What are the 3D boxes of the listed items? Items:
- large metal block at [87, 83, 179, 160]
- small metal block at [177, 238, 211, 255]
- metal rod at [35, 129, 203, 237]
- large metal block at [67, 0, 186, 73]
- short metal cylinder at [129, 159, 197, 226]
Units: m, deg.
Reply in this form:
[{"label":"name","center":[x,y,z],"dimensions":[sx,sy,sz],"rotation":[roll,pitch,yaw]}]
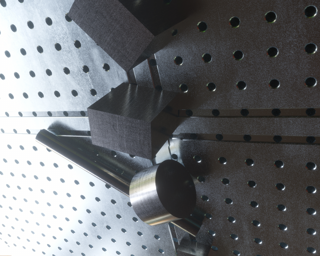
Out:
[{"label":"large metal block","center":[-0.030,-0.012,0.382],"dimensions":[0.080,0.080,0.050],"rotation":[13,124,21]},{"label":"small metal block","center":[0.058,0.216,0.513],"dimensions":[0.050,0.025,0.050],"rotation":[7,122,24]},{"label":"metal rod","center":[-0.071,0.084,0.498],"dimensions":[0.301,0.025,0.025],"rotation":[29,128,9]},{"label":"large metal block","center":[-0.031,-0.115,0.320],"dimensions":[0.080,0.080,0.050],"rotation":[44,129,-3]},{"label":"short metal cylinder","center":[0.005,0.089,0.427],"dimensions":[0.050,0.080,0.080],"rotation":[-28,103,37]}]
